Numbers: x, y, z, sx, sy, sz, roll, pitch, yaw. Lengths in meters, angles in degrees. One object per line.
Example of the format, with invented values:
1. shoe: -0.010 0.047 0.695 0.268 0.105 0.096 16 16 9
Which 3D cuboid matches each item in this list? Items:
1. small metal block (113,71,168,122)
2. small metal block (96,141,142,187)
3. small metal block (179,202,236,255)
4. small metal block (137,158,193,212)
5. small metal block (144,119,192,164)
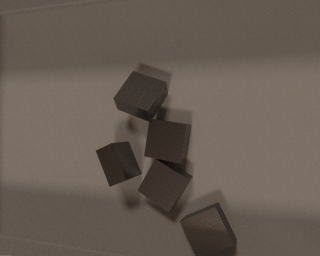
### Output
1. small metal block: -0.024 -0.042 0.406 0.050 0.025 0.050 22 63 18
2. small metal block: -0.054 0.047 0.415 0.025 0.050 0.050 -25 82 18
3. small metal block: 0.060 0.128 0.389 0.050 0.025 0.050 -28 81 17
4. small metal block: 0.007 0.073 0.407 0.050 0.025 0.050 31 100 16
5. small metal block: 0.010 0.016 0.406 0.050 0.025 0.050 9 93 19
